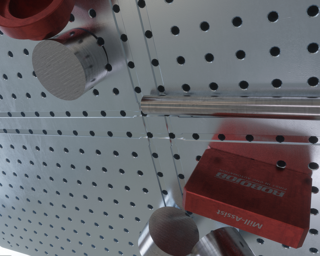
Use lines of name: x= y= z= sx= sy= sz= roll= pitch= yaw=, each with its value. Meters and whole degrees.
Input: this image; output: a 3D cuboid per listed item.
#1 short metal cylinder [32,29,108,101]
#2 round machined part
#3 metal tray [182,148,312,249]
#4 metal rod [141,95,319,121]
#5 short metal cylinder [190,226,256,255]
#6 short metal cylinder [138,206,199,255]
short metal cylinder: x=-0.116 y=-0.083 z=0.403 sx=0.080 sy=0.050 sz=0.079 roll=14 pitch=126 yaw=19
round machined part: x=-0.146 y=-0.143 z=0.365 sx=0.098 sy=0.098 sz=0.042 roll=19 pitch=161 yaw=17
metal tray: x=0.102 y=0.075 z=0.361 sx=0.130 sy=0.090 sz=0.030 roll=15 pitch=124 yaw=20
metal rod: x=0.116 y=-0.023 z=0.335 sx=0.301 sy=0.025 sz=0.025 roll=3 pitch=120 yaw=26
short metal cylinder: x=0.090 y=0.186 z=0.435 sx=0.050 sy=0.081 sz=0.079 roll=-125 pitch=33 yaw=-49
short metal cylinder: x=0.013 y=0.168 z=0.473 sx=0.080 sy=0.080 sz=0.050 roll=32 pitch=129 yaw=7
